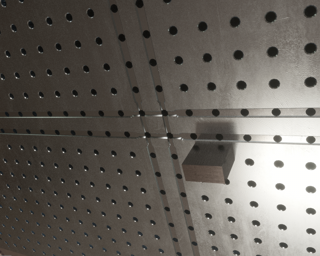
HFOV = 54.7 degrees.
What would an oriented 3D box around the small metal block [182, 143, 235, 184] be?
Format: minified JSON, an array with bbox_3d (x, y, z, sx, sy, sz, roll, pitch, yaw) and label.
[{"bbox_3d":[0.062,0.043,0.388,0.050,0.050,0.025,-1,118,28],"label":"small metal block"}]
